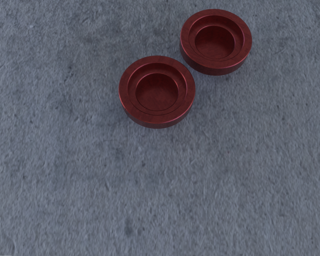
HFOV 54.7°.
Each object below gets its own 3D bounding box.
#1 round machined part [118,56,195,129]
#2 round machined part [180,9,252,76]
[{"bbox_3d":[-0.004,-0.044,0.415,0.099,0.042,0.098,0,70,-1],"label":"round machined part"},{"bbox_3d":[0.077,-0.117,0.443,0.099,0.042,0.098,0,70,-1],"label":"round machined part"}]
